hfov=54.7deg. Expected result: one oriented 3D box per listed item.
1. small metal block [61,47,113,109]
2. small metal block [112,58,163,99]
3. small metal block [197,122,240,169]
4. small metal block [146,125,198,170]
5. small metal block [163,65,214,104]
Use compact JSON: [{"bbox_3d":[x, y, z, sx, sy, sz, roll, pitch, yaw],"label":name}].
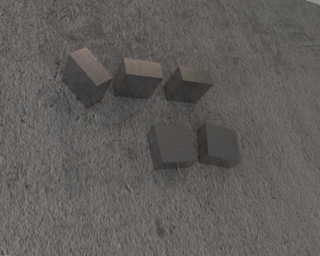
[{"bbox_3d":[-0.089,-0.060,0.376,0.050,0.050,0.025,49,51,6],"label":"small metal block"},{"bbox_3d":[-0.031,-0.064,0.410,0.050,0.050,0.025,3,61,-27],"label":"small metal block"},{"bbox_3d":[0.080,0.025,0.431,0.050,0.025,0.050,14,56,-21],"label":"small metal block"},{"bbox_3d":[0.015,0.025,0.397,0.050,0.025,0.050,0,62,-28],"label":"small metal block"},{"bbox_3d":[0.040,-0.061,0.446,0.050,0.050,0.025,4,60,-26],"label":"small metal block"}]
